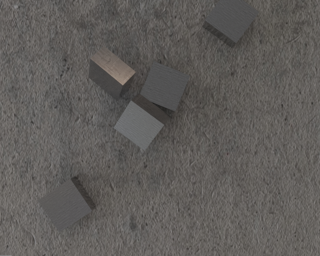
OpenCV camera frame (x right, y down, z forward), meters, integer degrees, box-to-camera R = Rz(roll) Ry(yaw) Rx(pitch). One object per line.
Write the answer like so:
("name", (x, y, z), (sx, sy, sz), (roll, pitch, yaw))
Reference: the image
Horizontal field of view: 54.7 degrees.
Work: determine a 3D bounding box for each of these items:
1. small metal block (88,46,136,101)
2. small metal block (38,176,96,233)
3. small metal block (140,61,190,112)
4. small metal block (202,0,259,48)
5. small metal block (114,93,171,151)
("small metal block", (-0.062, -0.068, 0.394), (0.050, 0.050, 0.025), (40, 67, 0))
("small metal block", (-0.122, 0.099, 0.409), (0.050, 0.025, 0.050), (-34, 90, 0))
("small metal block", (0.006, -0.054, 0.410), (0.050, 0.025, 0.050), (22, 90, 0))
("small metal block", (0.093, -0.144, 0.410), (0.050, 0.025, 0.050), (36, 90, 0))
("small metal block", (-0.023, -0.008, 0.398), (0.050, 0.025, 0.050), (37, 123, 0))
